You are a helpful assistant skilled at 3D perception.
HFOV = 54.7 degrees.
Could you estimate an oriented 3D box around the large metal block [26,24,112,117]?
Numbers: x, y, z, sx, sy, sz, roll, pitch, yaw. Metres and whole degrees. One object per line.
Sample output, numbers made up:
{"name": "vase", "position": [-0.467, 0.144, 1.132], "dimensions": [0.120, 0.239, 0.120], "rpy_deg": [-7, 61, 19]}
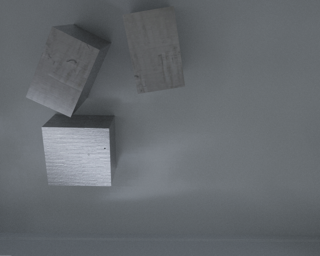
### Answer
{"name": "large metal block", "position": [-0.101, -0.069, 0.355], "dimensions": [0.050, 0.080, 0.080], "rpy_deg": [25, 108, -9]}

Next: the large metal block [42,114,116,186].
{"name": "large metal block", "position": [-0.102, 0.028, 0.407], "dimensions": [0.081, 0.050, 0.079], "rpy_deg": [1, 110, -1]}

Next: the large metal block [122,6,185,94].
{"name": "large metal block", "position": [-0.005, -0.090, 0.349], "dimensions": [0.050, 0.080, 0.079], "rpy_deg": [-9, 110, 3]}
